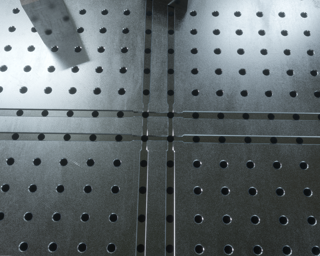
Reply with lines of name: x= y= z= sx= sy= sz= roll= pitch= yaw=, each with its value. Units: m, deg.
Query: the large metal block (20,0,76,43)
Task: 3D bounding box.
large metal block: x=-0.169 y=-0.187 z=0.450 sx=0.050 sy=0.080 sz=0.080 roll=-22 pitch=72 yaw=-8

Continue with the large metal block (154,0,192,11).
large metal block: x=0.022 y=-0.244 z=0.488 sx=0.080 sy=0.050 sz=0.080 roll=22 pitch=71 yaw=8
